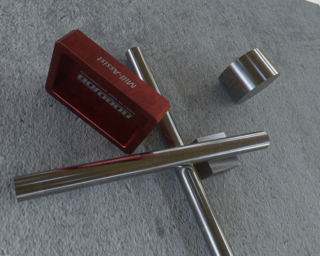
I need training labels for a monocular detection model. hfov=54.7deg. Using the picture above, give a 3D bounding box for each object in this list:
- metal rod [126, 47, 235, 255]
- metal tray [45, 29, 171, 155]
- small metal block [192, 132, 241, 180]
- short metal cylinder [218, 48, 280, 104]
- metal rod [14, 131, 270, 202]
[{"bbox_3d":[0.018,0.020,0.400,0.025,0.025,0.299,-10,67,-33],"label":"metal rod"},{"bbox_3d":[-0.063,-0.035,0.349,0.130,0.090,0.030,38,51,-3],"label":"metal tray"},{"bbox_3d":[0.073,0.037,0.420,0.050,0.025,0.050,-11,68,-33],"label":"small metal block"},{"bbox_3d":[0.141,-0.081,0.494,0.081,0.080,0.050,-25,75,-37],"label":"short metal cylinder"},{"bbox_3d":[0.000,0.037,0.354,0.303,0.025,0.025,-9,66,-23],"label":"metal rod"}]
